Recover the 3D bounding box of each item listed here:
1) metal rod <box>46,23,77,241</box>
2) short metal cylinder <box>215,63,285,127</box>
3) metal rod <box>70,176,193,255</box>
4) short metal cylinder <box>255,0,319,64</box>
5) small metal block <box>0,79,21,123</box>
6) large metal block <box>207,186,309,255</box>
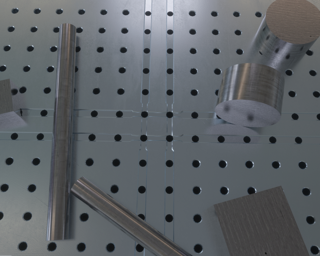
[{"bbox_3d":[-0.129,-0.009,0.413,0.025,0.025,0.299,-3,70,-1],"label":"metal rod"},{"bbox_3d":[0.115,-0.040,0.398,0.080,0.080,0.050,12,71,4],"label":"short metal cylinder"},{"bbox_3d":[0.021,0.151,0.356,0.301,0.025,0.025,33,73,11],"label":"metal rod"},{"bbox_3d":[0.187,-0.141,0.452,0.081,0.050,0.080,0,70,0],"label":"short metal cylinder"},{"bbox_3d":[-0.223,-0.035,0.423,0.050,0.025,0.050,-14,71,-5],"label":"small metal block"},{"bbox_3d":[0.108,0.119,0.356,0.081,0.050,0.080,-14,71,-5],"label":"large metal block"}]
